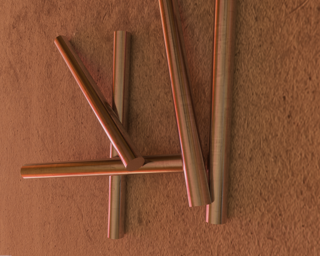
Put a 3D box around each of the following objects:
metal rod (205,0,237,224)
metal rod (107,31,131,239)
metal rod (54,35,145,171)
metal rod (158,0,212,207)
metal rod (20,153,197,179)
[{"bbox_3d":[0.069,-0.043,0.347,0.025,0.025,0.298,4,92,40],"label":"metal rod"},{"bbox_3d":[-0.060,0.011,0.454,0.025,0.025,0.298,4,92,40],"label":"metal rod"},{"bbox_3d":[-0.103,-0.054,0.464,0.025,0.025,0.300,-56,51,25],"label":"metal rod"},{"bbox_3d":[0.024,-0.060,0.369,0.025,0.025,0.299,-18,73,38],"label":"metal rod"},{"bbox_3d":[-0.087,0.056,0.439,0.300,0.025,0.025,-7,86,28],"label":"metal rod"}]
